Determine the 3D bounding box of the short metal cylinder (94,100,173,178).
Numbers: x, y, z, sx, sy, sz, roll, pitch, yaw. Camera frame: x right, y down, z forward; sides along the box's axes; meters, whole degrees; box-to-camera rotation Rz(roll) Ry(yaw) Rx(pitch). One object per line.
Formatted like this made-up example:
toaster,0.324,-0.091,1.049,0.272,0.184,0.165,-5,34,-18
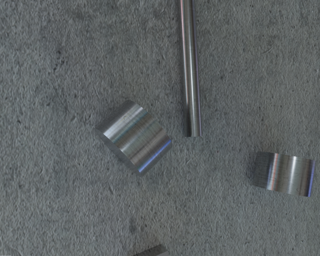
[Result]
short metal cylinder,-0.032,0.013,0.369,0.050,0.080,0.080,-44,104,-15

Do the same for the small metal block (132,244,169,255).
small metal block,-0.011,0.189,0.406,0.050,0.025,0.050,-15,96,-20

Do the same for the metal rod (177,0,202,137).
metal rod,0.038,-0.137,0.423,0.025,0.025,0.298,-4,91,-20

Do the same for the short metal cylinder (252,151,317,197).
short metal cylinder,0.178,0.065,0.448,0.081,0.080,0.050,12,86,-20
